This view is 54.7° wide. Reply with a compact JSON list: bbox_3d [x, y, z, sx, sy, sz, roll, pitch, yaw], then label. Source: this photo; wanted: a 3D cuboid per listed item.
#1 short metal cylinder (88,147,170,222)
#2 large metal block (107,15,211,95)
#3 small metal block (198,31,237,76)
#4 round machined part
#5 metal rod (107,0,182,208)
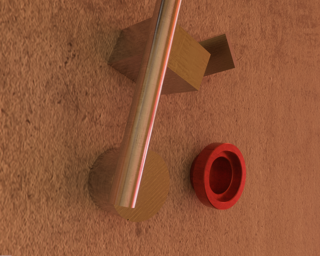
[{"bbox_3d":[-0.035,0.063,0.361,0.081,0.050,0.079,0,90,-40],"label":"short metal cylinder"},{"bbox_3d":[-0.001,-0.082,0.369,0.080,0.080,0.050,31,71,-36],"label":"large metal block"},{"bbox_3d":[0.080,-0.108,0.454,0.050,0.050,0.025,69,26,-17],"label":"small metal block"},{"bbox_3d":[0.083,0.070,0.466,0.099,0.042,0.097,0,90,-40],"label":"round machined part"},{"bbox_3d":[-0.002,-0.076,0.300,0.025,0.025,0.299,21,77,-39],"label":"metal rod"}]
